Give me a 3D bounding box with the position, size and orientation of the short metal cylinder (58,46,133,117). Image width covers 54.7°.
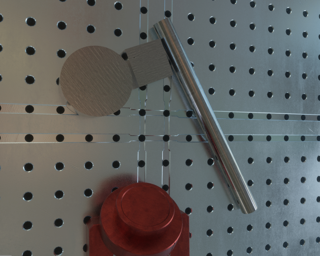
[{"bbox_3d":[-0.078,-0.053,0.371,0.081,0.050,0.079,0,90,-20],"label":"short metal cylinder"}]

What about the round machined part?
[{"bbox_3d":[-0.020,0.103,0.366,0.099,0.098,0.042,-1,130,-20],"label":"round machined part"}]

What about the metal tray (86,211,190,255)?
[{"bbox_3d":[-0.027,0.158,0.401,0.131,0.030,0.089,-1,91,-21],"label":"metal tray"}]

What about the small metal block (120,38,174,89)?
[{"bbox_3d":[-0.017,-0.084,0.407,0.050,0.025,0.050,-23,98,-19],"label":"small metal block"}]

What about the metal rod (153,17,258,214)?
[{"bbox_3d":[0.068,-0.010,0.439,0.025,0.025,0.299,-30,100,-18],"label":"metal rod"}]
